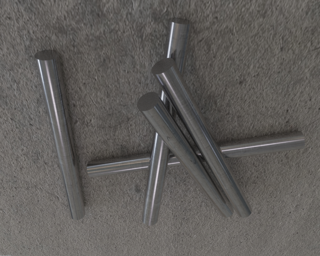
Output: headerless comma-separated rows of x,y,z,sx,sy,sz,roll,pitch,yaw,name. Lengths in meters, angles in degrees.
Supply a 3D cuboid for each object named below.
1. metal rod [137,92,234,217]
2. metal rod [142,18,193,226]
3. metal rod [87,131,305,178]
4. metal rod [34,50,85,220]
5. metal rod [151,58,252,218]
0.050,0.057,0.421,0.025,0.025,0.300,-20,138,16,metal rod
0.003,0.015,0.395,0.025,0.025,0.298,5,123,-5,metal rod
0.045,0.038,0.440,0.301,0.025,0.025,-9,130,7,metal rod
-0.132,0.034,0.434,0.025,0.025,0.298,2,130,-2,metal rod
0.068,0.035,0.401,0.025,0.025,0.300,-21,131,16,metal rod
